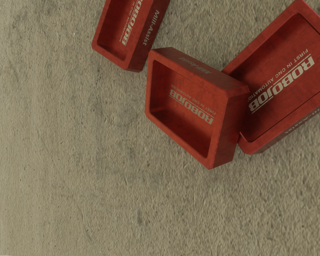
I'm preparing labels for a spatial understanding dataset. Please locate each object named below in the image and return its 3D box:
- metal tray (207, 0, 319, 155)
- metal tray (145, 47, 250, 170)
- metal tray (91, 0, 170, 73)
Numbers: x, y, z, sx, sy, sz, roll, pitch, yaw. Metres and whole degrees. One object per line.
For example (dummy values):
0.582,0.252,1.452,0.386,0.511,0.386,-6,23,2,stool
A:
0.116,-0.045,0.306,0.129,0.030,0.090,-44,64,31,metal tray
0.032,-0.027,0.342,0.130,0.030,0.089,40,135,43,metal tray
-0.042,-0.155,0.435,0.090,0.030,0.129,37,113,33,metal tray
